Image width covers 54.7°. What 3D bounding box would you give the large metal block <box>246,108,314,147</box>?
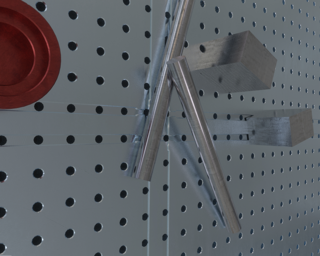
[{"bbox_3d":[0.215,-0.002,0.554,0.081,0.080,0.050,-16,101,-39],"label":"large metal block"}]

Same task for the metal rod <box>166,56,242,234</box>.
[{"bbox_3d":[0.071,0.040,0.451,0.025,0.025,0.299,-40,120,-33],"label":"metal rod"}]

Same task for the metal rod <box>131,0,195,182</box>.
[{"bbox_3d":[0.012,-0.077,0.418,0.025,0.025,0.299,23,76,-38],"label":"metal rod"}]

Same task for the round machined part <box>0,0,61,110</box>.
[{"bbox_3d":[-0.145,-0.065,0.277,0.099,0.042,0.097,0,90,-40],"label":"round machined part"}]

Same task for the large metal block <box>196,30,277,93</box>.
[{"bbox_3d":[0.117,-0.096,0.472,0.080,0.080,0.050,28,72,-37],"label":"large metal block"}]
